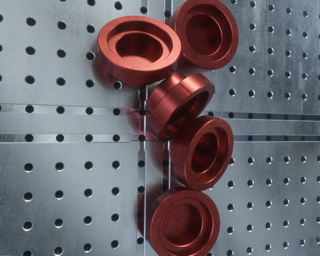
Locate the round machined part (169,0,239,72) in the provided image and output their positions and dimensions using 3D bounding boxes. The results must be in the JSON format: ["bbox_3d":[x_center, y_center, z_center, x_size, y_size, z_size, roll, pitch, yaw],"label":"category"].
[{"bbox_3d":[0.055,-0.124,0.423,0.099,0.042,0.097,0,89,-24],"label":"round machined part"}]

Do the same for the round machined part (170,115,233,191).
[{"bbox_3d":[0.051,0.030,0.410,0.099,0.042,0.097,-18,117,-40],"label":"round machined part"}]

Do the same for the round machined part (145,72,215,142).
[{"bbox_3d":[0.020,-0.031,0.390,0.098,0.098,0.042,-40,72,-16],"label":"round machined part"}]

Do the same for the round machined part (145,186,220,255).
[{"bbox_3d":[0.027,0.127,0.415,0.099,0.042,0.097,0,90,-21],"label":"round machined part"}]

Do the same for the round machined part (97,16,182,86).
[{"bbox_3d":[-0.026,-0.090,0.379,0.099,0.042,0.098,5,55,-7],"label":"round machined part"}]
